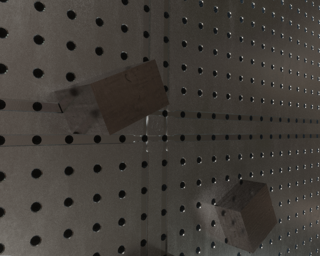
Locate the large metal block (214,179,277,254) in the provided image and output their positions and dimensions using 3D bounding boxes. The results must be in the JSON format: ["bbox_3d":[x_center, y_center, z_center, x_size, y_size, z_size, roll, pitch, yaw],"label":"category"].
[{"bbox_3d":[0.146,0.145,0.519,0.081,0.050,0.080,-32,110,-36],"label":"large metal block"}]

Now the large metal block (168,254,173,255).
[{"bbox_3d":[0.003,0.223,0.398,0.081,0.050,0.079,-6,94,-40],"label":"large metal block"}]

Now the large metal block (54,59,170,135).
[{"bbox_3d":[-0.051,-0.032,0.332,0.081,0.080,0.050,-30,109,-36],"label":"large metal block"}]
